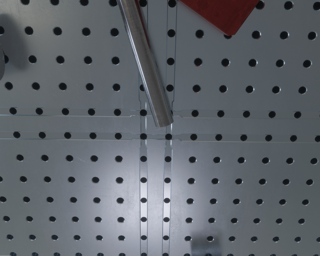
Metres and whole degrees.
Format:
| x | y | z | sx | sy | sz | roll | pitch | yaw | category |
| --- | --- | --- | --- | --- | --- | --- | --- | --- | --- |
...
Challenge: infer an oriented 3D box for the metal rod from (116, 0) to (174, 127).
| x | y | z | sx | sy | sz | roll | pitch | yaw | category |
| --- | --- | --- | --- | --- | --- | --- | --- | --- | --- |
| -0.035 | -0.140 | 0.361 | 0.025 | 0.025 | 0.298 | -15 | 110 | 5 | metal rod |

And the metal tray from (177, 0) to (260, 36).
| x | y | z | sx | sy | sz | roll | pitch | yaw | category |
| --- | --- | --- | --- | --- | --- | --- | --- | --- | --- |
| 0.054 | -0.177 | 0.346 | 0.130 | 0.030 | 0.090 | 32 | 107 | -11 | metal tray |

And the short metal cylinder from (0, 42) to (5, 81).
| x | y | z | sx | sy | sz | roll | pitch | yaw | category |
| --- | --- | --- | --- | --- | --- | --- | --- | --- | --- |
| -0.223 | -0.085 | 0.351 | 0.050 | 0.080 | 0.079 | -10 | 110 | 4 | short metal cylinder |
